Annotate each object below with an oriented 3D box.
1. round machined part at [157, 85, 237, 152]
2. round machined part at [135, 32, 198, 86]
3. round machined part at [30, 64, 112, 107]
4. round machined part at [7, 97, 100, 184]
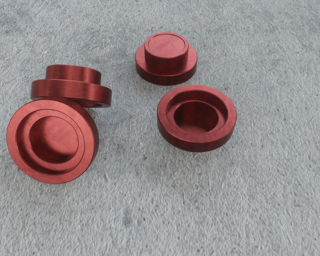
[{"bbox_3d":[0.046,-0.008,0.399,0.099,0.042,0.098,0,50,0],"label":"round machined part"},{"bbox_3d":[0.010,-0.115,0.489,0.099,0.042,0.098,0,50,0],"label":"round machined part"},{"bbox_3d":[-0.111,-0.053,0.396,0.099,0.098,0.042,3,87,3],"label":"round machined part"},{"bbox_3d":[-0.118,0.011,0.358,0.099,0.097,0.042,3,14,3],"label":"round machined part"}]
